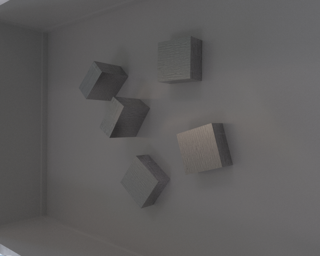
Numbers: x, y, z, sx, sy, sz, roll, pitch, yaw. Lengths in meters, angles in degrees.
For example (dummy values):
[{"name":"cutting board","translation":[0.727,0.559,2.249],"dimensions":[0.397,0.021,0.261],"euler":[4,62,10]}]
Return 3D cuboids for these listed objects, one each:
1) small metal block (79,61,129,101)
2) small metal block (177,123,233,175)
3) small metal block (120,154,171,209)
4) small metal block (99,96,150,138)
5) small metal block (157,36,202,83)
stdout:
[{"name":"small metal block","translation":[-0.084,-0.068,0.460],"dimensions":[0.050,0.050,0.025],"euler":[-52,60,27]},{"name":"small metal block","translation":[0.052,0.025,0.364],"dimensions":[0.050,0.025,0.050],"euler":[-20,78,38]},{"name":"small metal block","translation":[-0.021,0.072,0.424],"dimensions":[0.050,0.025,0.050],"euler":[45,117,30]},{"name":"small metal block","translation":[-0.049,-0.014,0.431],"dimensions":[0.025,0.050,0.050],"euler":[42,115,32]},{"name":"small metal block","translation":[0.024,-0.083,0.387],"dimensions":[0.050,0.025,0.050],"euler":[1,91,40]}]
